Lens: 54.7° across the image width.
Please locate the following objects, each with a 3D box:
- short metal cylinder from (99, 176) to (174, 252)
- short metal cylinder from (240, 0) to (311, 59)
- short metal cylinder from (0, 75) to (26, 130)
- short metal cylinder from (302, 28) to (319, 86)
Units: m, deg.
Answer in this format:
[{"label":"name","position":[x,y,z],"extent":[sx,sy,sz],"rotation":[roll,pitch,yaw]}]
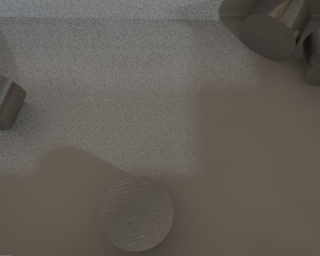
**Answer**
[{"label":"short metal cylinder","position":[-0.025,0.100,0.360],"extent":[0.081,0.050,0.080],"rotation":[0,70,0]},{"label":"short metal cylinder","position":[0.160,-0.144,0.434],"extent":[0.080,0.080,0.050],"rotation":[31,73,10]},{"label":"short metal cylinder","position":[-0.220,-0.035,0.392],"extent":[0.080,0.080,0.050],"rotation":[13,71,5]},{"label":"short metal cylinder","position":[0.238,-0.096,0.417],"extent":[0.080,0.080,0.050],"rotation":[3,70,1]}]
